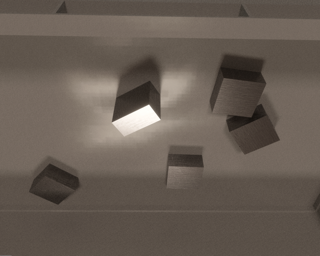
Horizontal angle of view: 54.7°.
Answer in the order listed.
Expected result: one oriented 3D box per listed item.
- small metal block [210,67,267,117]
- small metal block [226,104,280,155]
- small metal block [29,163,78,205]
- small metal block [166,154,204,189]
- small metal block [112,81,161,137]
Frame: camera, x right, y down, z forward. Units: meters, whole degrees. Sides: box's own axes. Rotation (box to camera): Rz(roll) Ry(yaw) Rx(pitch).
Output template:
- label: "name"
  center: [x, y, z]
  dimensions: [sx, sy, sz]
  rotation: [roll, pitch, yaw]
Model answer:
- label: "small metal block"
  center: [0.092, -0.043, 0.374]
  dimensions: [0.050, 0.025, 0.050]
  rotation: [6, 130, -6]
- label: "small metal block"
  center: [0.124, 0.003, 0.413]
  dimensions: [0.050, 0.025, 0.050]
  rotation: [-26, 126, 20]
- label: "small metal block"
  center: [-0.165, 0.088, 0.482]
  dimensions: [0.050, 0.025, 0.050]
  rotation: [34, 122, -26]
- label: "small metal block"
  center: [0.036, 0.066, 0.466]
  dimensions: [0.050, 0.025, 0.050]
  rotation: [2, 130, -3]
- label: "small metal block"
  center: [-0.027, -0.024, 0.372]
  dimensions: [0.050, 0.050, 0.025]
  rotation: [-24, 126, 19]
